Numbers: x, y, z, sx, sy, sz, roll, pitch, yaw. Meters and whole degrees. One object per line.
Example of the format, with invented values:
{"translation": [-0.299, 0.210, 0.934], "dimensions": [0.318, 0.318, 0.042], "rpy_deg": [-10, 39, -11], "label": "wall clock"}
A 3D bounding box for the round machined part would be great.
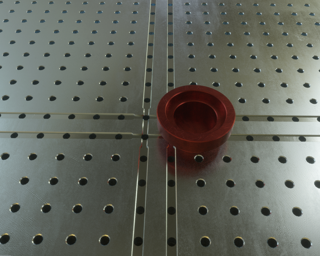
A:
{"translation": [0.045, -0.008, 0.404], "dimensions": [0.099, 0.042, 0.098], "rpy_deg": [0, 50, 0], "label": "round machined part"}
